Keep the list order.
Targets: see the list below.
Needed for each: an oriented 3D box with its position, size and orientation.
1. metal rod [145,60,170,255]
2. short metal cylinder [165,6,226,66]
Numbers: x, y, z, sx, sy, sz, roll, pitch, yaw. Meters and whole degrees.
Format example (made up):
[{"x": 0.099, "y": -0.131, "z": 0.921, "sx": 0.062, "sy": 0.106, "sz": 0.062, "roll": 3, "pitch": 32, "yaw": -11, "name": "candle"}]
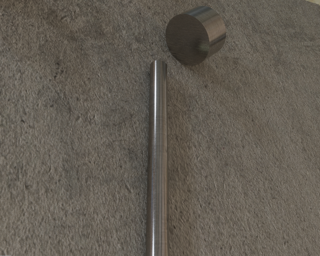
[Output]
[{"x": -0.002, "y": 0.036, "z": 0.380, "sx": 0.025, "sy": 0.025, "sz": 0.299, "roll": 14, "pitch": 56, "yaw": -21, "name": "metal rod"}, {"x": 0.056, "y": -0.145, "z": 0.487, "sx": 0.080, "sy": 0.080, "sz": 0.050, "roll": 48, "pitch": 51, "yaw": 5, "name": "short metal cylinder"}]
